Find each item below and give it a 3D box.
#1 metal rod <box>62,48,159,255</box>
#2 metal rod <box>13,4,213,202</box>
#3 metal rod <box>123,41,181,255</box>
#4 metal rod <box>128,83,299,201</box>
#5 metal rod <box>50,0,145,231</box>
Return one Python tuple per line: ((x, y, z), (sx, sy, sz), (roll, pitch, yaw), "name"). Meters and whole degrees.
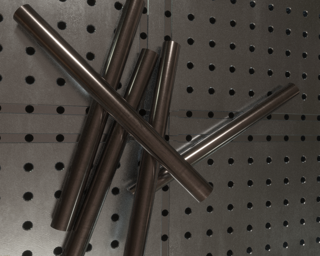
((-0.064, 0.040, 0.389), (0.025, 0.025, 0.299), (22, 82, -19), "metal rod")
((-0.052, -0.027, 0.362), (0.300, 0.025, 0.025), (45, 76, -3), "metal rod")
((-0.010, 0.032, 0.389), (0.025, 0.025, 0.299), (14, 78, -20), "metal rod")
((0.088, 0.014, 0.446), (0.302, 0.025, 0.025), (-31, 101, -18), "metal rod")
((-0.075, -0.023, 0.385), (0.025, 0.025, 0.299), (19, 83, -20), "metal rod")
